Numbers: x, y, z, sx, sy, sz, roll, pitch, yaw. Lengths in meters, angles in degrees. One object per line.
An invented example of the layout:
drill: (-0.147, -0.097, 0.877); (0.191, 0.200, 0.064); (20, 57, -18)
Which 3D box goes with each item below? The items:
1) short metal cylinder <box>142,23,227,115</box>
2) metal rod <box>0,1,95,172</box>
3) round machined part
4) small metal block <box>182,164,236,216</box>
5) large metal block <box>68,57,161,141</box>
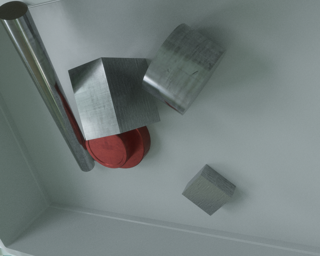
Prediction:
short metal cylinder: (0.025, -0.060, 0.322); (0.050, 0.080, 0.079); (34, 129, 5)
metal rod: (-0.121, -0.018, 0.383); (0.025, 0.025, 0.299); (23, 151, 14)
round machined part: (-0.066, 0.019, 0.443); (0.098, 0.042, 0.097); (13, 124, 20)
small metal block: (0.067, 0.086, 0.426); (0.050, 0.025, 0.050); (37, 129, 3)
large metal block: (-0.050, -0.036, 0.362); (0.050, 0.080, 0.080); (-12, 94, 33)
